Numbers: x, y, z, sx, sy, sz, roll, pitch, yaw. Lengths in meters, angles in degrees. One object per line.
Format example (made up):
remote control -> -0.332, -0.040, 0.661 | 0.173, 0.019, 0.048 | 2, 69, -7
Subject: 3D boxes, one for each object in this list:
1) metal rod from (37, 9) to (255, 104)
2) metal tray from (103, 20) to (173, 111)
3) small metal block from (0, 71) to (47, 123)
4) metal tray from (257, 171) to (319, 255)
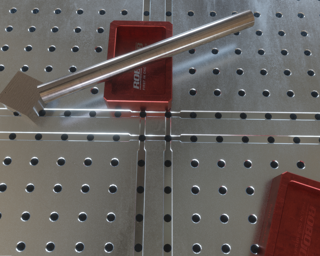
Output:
metal rod -> -0.012, -0.099, 0.415 | 0.302, 0.025, 0.025 | -22, 72, -9
metal tray -> -0.028, -0.090, 0.441 | 0.091, 0.030, 0.130 | 1, 70, 0
small metal block -> -0.184, -0.043, 0.425 | 0.050, 0.025, 0.050 | 26, 72, 9
metal tray -> 0.171, 0.127, 0.364 | 0.090, 0.030, 0.130 | 18, 71, 6
